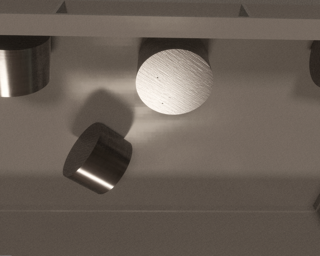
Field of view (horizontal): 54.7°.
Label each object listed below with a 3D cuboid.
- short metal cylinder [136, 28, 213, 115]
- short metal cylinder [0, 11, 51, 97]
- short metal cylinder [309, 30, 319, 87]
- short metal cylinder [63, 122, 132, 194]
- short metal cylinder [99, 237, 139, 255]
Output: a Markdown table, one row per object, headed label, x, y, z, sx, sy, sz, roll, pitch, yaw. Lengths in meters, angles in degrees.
| label | x | y | z | sx | sy | sz | roll | pitch | yaw |
| --- | --- | --- | --- | --- | --- | --- | --- | --- | --- |
| short metal cylinder | 0.015 | -0.061 | 0.341 | 0.081 | 0.050 | 0.079 | 0 | 130 | 0 |
| short metal cylinder | -0.151 | -0.075 | 0.307 | 0.081 | 0.080 | 0.050 | 10 | 129 | -9 |
| short metal cylinder | 0.198 | -0.076 | 0.312 | 0.050 | 0.080 | 0.079 | 8 | 130 | -7 |
| short metal cylinder | -0.082 | 0.039 | 0.405 | 0.050 | 0.080 | 0.080 | 36 | 121 | -27 |
| short metal cylinder | -0.081 | 0.261 | 0.617 | 0.081 | 0.050 | 0.079 | 0 | 130 | 0 |
